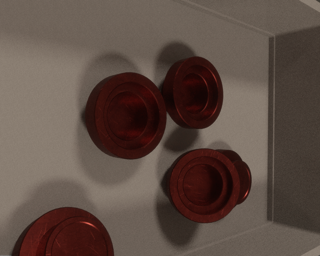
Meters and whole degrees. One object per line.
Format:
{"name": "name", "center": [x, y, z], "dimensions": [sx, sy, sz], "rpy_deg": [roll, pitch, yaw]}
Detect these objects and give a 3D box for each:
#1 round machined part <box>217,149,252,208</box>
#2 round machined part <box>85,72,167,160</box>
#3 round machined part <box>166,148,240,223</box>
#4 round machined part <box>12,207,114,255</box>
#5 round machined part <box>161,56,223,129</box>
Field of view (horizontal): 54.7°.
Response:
{"name": "round machined part", "center": [0.108, 0.083, 0.489], "dimensions": [0.099, 0.042, 0.097], "rpy_deg": [0, 90, -40]}
{"name": "round machined part", "center": [-0.043, -0.013, 0.361], "dimensions": [0.099, 0.042, 0.097], "rpy_deg": [0, 90, -40]}
{"name": "round machined part", "center": [0.056, 0.078, 0.427], "dimensions": [0.099, 0.042, 0.097], "rpy_deg": [1, 83, -11]}
{"name": "round machined part", "center": [-0.086, 0.124, 0.300], "dimensions": [0.099, 0.042, 0.098], "rpy_deg": [25, 48, -31]}
{"name": "round machined part", "center": [0.041, -0.047, 0.432], "dimensions": [0.099, 0.042, 0.097], "rpy_deg": [0, 90, -40]}
